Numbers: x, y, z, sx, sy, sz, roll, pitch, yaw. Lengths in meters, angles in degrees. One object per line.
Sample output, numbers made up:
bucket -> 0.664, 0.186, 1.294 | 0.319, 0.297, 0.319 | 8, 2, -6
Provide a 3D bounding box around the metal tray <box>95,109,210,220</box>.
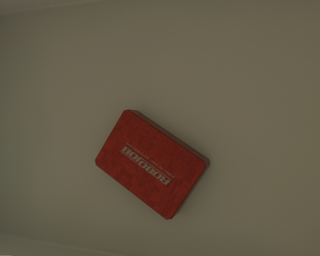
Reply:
metal tray -> -0.012, 0.045, 0.411 | 0.130, 0.030, 0.090 | 34, 101, 16
